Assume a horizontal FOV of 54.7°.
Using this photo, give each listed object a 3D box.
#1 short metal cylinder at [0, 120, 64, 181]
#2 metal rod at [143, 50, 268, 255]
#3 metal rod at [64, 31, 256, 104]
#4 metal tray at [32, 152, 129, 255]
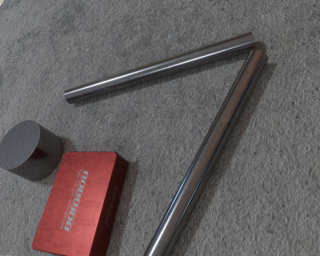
[{"bbox_3d":[-0.196,0.035,0.469,0.080,0.050,0.080,-13,56,21],"label":"short metal cylinder"},{"bbox_3d":[0.053,0.034,0.354,0.025,0.025,0.300,19,71,35],"label":"metal rod"},{"bbox_3d":[-0.013,-0.083,0.462,0.301,0.025,0.025,-13,56,20],"label":"metal rod"},{"bbox_3d":[-0.099,0.095,0.395,0.090,0.030,0.130,-2,61,27],"label":"metal tray"}]
